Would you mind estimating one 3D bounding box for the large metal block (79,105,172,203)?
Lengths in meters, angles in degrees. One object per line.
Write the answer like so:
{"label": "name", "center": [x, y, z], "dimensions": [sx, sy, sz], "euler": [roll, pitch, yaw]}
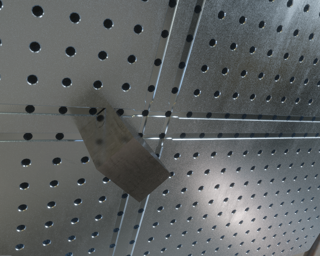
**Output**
{"label": "large metal block", "center": [-0.042, 0.030, 0.372], "dimensions": [0.050, 0.080, 0.080], "euler": [-41, 130, 0]}
